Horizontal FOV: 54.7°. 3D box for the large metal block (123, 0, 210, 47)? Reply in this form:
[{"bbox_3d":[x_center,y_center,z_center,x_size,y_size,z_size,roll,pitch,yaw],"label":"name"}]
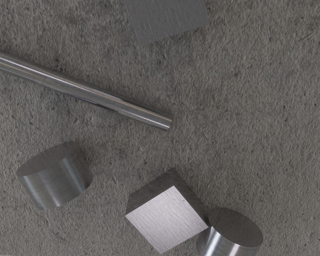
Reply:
[{"bbox_3d":[0.003,-0.144,0.343,0.080,0.050,0.080,-17,109,6],"label":"large metal block"}]

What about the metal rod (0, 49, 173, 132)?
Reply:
[{"bbox_3d":[-0.128,-0.058,0.387,0.302,0.025,0.025,20,109,-8],"label":"metal rod"}]

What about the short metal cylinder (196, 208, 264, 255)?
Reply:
[{"bbox_3d":[0.098,0.159,0.440,0.080,0.080,0.050,17,109,-6],"label":"short metal cylinder"}]

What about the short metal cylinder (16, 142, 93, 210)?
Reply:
[{"bbox_3d":[-0.135,0.060,0.401,0.080,0.080,0.050,-19,109,7],"label":"short metal cylinder"}]

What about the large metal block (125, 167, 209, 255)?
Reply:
[{"bbox_3d":[0.010,0.117,0.438,0.080,0.050,0.080,-34,106,13],"label":"large metal block"}]
